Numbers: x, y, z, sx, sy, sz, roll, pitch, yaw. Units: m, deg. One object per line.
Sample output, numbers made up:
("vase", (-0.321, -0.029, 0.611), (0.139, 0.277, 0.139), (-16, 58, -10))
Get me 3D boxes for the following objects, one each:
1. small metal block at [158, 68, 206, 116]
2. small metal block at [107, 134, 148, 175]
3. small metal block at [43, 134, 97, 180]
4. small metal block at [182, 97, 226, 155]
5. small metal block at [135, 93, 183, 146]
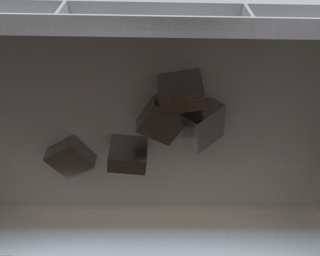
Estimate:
("small metal block", (0.024, -0.042, 0.357), (0.050, 0.050, 0.025), (-7, 130, 6))
("small metal block", (-0.043, 0.036, 0.422), (0.050, 0.050, 0.025), (5, 130, -5))
("small metal block", (-0.128, 0.043, 0.444), (0.050, 0.025, 0.050), (-26, 126, 20))
("small metal block", (0.055, -0.003, 0.389), (0.050, 0.025, 0.050), (-33, 137, -28))
("small metal block", (0.003, -0.010, 0.401), (0.050, 0.025, 0.050), (24, 126, -19))
